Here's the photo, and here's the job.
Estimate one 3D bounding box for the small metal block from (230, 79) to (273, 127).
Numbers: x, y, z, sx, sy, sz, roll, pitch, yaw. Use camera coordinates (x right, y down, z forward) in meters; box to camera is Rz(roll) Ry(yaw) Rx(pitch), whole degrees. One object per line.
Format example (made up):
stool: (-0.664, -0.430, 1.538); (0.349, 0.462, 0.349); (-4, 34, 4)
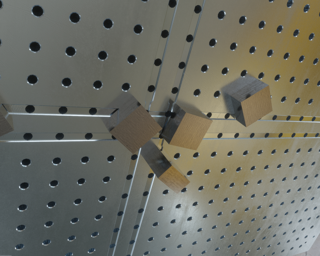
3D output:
small metal block: (0.139, -0.037, 0.466); (0.050, 0.025, 0.050); (-31, 129, -9)

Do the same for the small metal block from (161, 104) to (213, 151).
small metal block: (0.038, 0.000, 0.434); (0.050, 0.025, 0.050); (15, 111, -35)

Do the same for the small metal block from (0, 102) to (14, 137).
small metal block: (-0.183, -0.011, 0.305); (0.050, 0.025, 0.050); (-28, 128, -11)

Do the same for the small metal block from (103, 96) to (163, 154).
small metal block: (-0.034, -0.003, 0.392); (0.050, 0.025, 0.050); (-41, 130, 0)

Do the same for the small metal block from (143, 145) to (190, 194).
small metal block: (0.009, 0.059, 0.438); (0.025, 0.050, 0.050); (-43, 130, 1)
